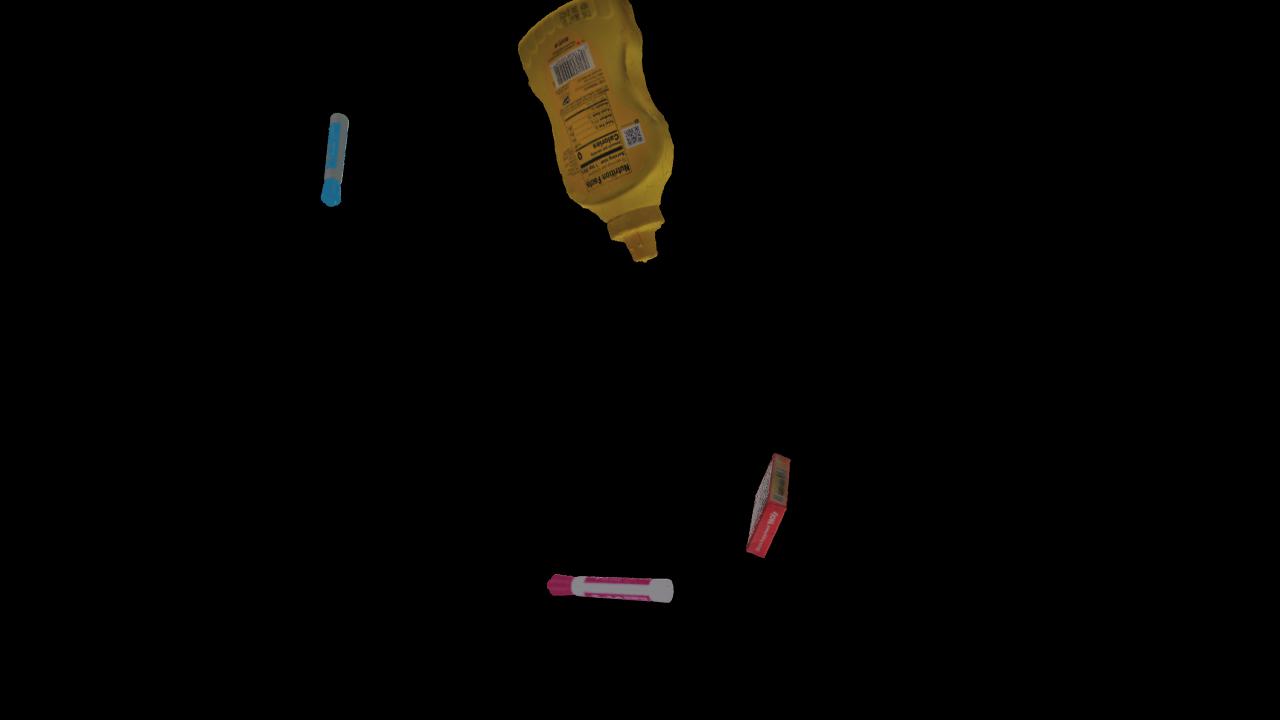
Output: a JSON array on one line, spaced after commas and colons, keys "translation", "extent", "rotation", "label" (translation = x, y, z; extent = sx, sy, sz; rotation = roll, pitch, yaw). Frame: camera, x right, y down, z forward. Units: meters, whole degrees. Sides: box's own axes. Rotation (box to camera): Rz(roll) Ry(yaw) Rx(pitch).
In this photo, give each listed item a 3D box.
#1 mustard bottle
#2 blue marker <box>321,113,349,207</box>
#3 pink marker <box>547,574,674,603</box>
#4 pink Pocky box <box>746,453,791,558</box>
[{"translation": [-0.023, -0.161, 0.454], "extent": [0.092, 0.184, 0.054], "rotation": [-17, 4, 21], "label": "mustard bottle"}, {"translation": [-0.325, -0.213, 0.656], "extent": [0.020, 0.121, 0.020], "rotation": [-7, -26, -3], "label": "blue marker"}, {"translation": [-0.029, 0.199, 0.539], "extent": [0.121, 0.020, 0.020], "rotation": [-7, -3, 26], "label": "pink marker"}, {"translation": [0.183, 0.201, 0.867], "extent": [0.029, 0.084, 0.155], "rotation": [21, 20, 9], "label": "pink Pocky box"}]
